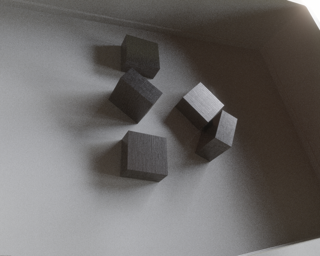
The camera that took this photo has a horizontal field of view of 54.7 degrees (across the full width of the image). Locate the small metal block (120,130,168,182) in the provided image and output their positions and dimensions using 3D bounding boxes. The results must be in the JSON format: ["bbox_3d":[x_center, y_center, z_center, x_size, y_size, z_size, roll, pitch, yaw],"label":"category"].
[{"bbox_3d":[-0.019,0.035,0.375,0.050,0.025,0.050,12,57,-22],"label":"small metal block"}]

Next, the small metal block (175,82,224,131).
[{"bbox_3d":[0.059,-0.033,0.460,0.050,0.025,0.050,45,51,3],"label":"small metal block"}]

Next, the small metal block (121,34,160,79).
[{"bbox_3d":[-0.029,-0.104,0.455,0.050,0.025,0.050,10,57,-23],"label":"small metal block"}]

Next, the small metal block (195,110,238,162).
[{"bbox_3d":[0.077,0.011,0.426,0.025,0.050,0.050,30,52,-10],"label":"small metal block"}]

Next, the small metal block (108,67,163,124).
[{"bbox_3d":[-0.032,-0.040,0.398,0.050,0.050,0.025,40,51,-2],"label":"small metal block"}]
